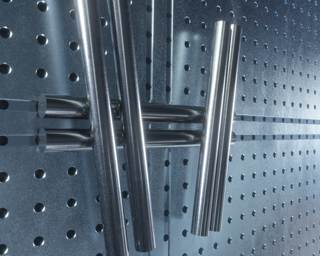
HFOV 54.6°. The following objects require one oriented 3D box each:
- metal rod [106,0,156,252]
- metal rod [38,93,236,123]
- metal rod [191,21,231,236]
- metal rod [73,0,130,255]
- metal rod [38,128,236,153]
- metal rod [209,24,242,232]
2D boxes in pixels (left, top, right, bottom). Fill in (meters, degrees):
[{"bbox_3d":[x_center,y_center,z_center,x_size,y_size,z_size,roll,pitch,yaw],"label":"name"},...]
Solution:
[{"bbox_3d":[-0.032,-0.008,0.349,0.025,0.025,0.298,-10,97,-39],"label":"metal rod"},{"bbox_3d":[-0.002,-0.020,0.407,0.302,0.025,0.025,1,90,-40],"label":"metal rod"},{"bbox_3d":[0.073,-0.003,0.437,0.025,0.025,0.299,12,83,-39],"label":"metal rod"},{"bbox_3d":[-0.061,-0.006,0.325,0.025,0.025,0.298,-11,97,-39],"label":"metal rod"},{"bbox_3d":[-0.002,0.015,0.407,0.302,0.025,0.025,1,90,-40],"label":"metal rod"},{"bbox_3d":[0.093,-0.004,0.454,0.025,0.025,0.299,12,83,-39],"label":"metal rod"}]
